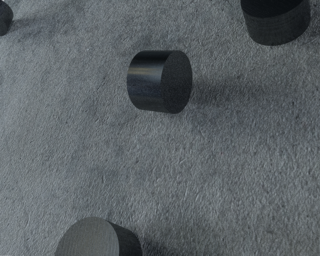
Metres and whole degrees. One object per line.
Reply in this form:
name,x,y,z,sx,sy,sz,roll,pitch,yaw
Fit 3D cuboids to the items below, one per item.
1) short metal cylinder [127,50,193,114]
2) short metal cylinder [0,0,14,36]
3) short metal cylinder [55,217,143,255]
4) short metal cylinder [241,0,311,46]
short metal cylinder,0.002,-0.061,0.405,0.050,0.080,0.080,9,66,32
short metal cylinder,-0.403,-0.268,0.745,0.080,0.080,0.050,-10,58,23
short metal cylinder,-0.066,0.142,0.335,0.080,0.050,0.080,-13,56,21
short metal cylinder,0.151,-0.155,0.404,0.080,0.050,0.080,-13,56,21
